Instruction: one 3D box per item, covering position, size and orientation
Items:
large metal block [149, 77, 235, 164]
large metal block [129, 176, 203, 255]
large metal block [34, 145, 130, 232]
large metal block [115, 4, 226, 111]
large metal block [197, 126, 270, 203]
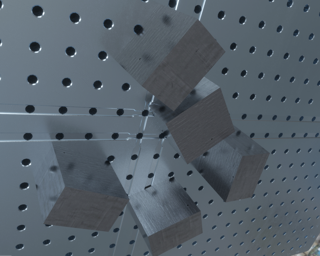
[{"bbox_3d":[0.044,-0.012,0.414,0.080,0.050,0.080,-34,129,-6],"label":"large metal block"},{"bbox_3d":[0.007,0.129,0.461,0.081,0.080,0.050,-21,127,-16],"label":"large metal block"},{"bbox_3d":[-0.095,0.072,0.369,0.080,0.080,0.050,22,106,-37],"label":"large metal block"},{"bbox_3d":[0.008,-0.078,0.333,0.080,0.080,0.050,-49,129,6],"label":"large metal block"},{"bbox_3d":[0.107,0.052,0.468,0.050,0.080,0.079,-3,120,-28],"label":"large metal block"}]
